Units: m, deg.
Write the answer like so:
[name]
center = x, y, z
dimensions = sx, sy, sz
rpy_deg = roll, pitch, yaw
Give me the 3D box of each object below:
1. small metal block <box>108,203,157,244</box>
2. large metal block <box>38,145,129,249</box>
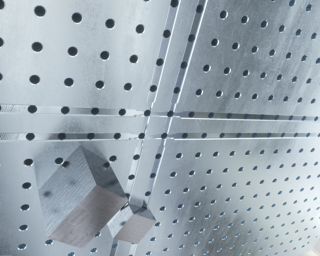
[small metal block]
center = -0.043, 0.149, 0.480
dimensions = 0.050, 0.025, 0.050
rpy_deg = 31, 101, -38
[large metal block]
center = -0.095, 0.081, 0.374
dimensions = 0.080, 0.080, 0.050
rpy_deg = -47, 129, 5
